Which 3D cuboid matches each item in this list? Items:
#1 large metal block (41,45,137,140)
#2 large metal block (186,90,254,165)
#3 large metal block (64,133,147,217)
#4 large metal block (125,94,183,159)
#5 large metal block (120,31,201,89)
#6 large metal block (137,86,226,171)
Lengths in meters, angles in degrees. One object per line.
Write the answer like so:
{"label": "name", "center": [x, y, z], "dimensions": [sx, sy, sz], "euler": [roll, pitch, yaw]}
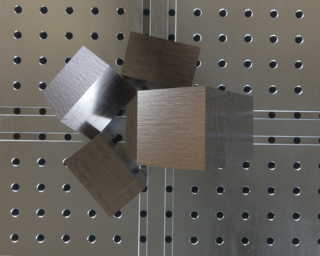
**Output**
{"label": "large metal block", "center": [-0.088, -0.044, 0.379], "dimensions": [0.080, 0.080, 0.050], "euler": [-49, 134, 0]}
{"label": "large metal block", "center": [0.075, 0.000, 0.378], "dimensions": [0.050, 0.080, 0.080], "euler": [0, 89, 38]}
{"label": "large metal block", "center": [-0.062, 0.053, 0.384], "dimensions": [0.050, 0.080, 0.080], "euler": [-40, 91, 0]}
{"label": "large metal block", "center": [-0.001, -0.002, 0.401], "dimensions": [0.080, 0.050, 0.080], "euler": [1, 90, 0]}
{"label": "large metal block", "center": [0.001, -0.075, 0.386], "dimensions": [0.080, 0.080, 0.050], "euler": [13, 90, 0]}
{"label": "large metal block", "center": [0.023, 0.000, 0.332], "dimensions": [0.080, 0.050, 0.080], "euler": [0, 89, 34]}
